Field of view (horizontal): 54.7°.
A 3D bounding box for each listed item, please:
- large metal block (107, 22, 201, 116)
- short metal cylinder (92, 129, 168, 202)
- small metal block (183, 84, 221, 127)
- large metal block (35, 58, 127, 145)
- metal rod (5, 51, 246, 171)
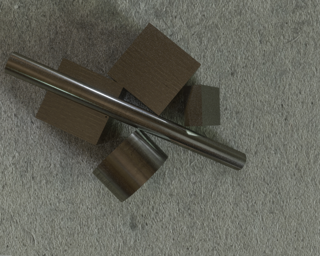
[{"bbox_3d":[-0.007,-0.071,0.396,0.080,0.050,0.080,39,90,0],"label":"large metal block"},{"bbox_3d":[-0.036,0.045,0.383,0.080,0.080,0.050,-44,90,0],"label":"short metal cylinder"},{"bbox_3d":[0.054,-0.028,0.397,0.025,0.050,0.050,-2,90,36],"label":"small metal block"},{"bbox_3d":[-0.097,-0.032,0.398,0.080,0.050,0.080,25,90,0],"label":"large metal block"},{"bbox_3d":[-0.026,-0.012,0.370,0.302,0.025,0.025,23,90,-17],"label":"metal rod"}]
